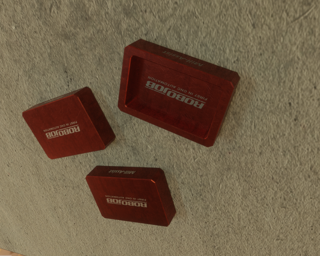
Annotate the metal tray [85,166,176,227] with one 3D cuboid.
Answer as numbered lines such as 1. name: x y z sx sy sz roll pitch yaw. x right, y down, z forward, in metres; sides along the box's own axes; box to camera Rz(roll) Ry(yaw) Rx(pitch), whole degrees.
1. metal tray: -0.047 0.107 0.495 0.130 0.030 0.089 -2 118 29

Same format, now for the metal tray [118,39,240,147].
1. metal tray: 0.017 -0.041 0.368 0.130 0.030 0.089 23 127 14

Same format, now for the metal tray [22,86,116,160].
1. metal tray: -0.142 -0.003 0.476 0.130 0.030 0.090 -12 112 33
